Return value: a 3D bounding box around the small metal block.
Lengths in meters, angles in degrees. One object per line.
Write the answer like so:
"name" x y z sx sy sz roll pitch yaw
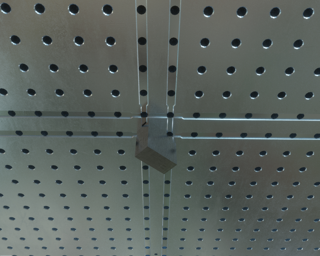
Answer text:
"small metal block" -0.005 0.026 0.417 0.050 0.050 0.025 34 122 -26
